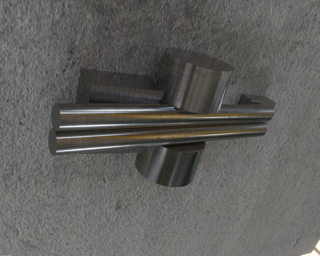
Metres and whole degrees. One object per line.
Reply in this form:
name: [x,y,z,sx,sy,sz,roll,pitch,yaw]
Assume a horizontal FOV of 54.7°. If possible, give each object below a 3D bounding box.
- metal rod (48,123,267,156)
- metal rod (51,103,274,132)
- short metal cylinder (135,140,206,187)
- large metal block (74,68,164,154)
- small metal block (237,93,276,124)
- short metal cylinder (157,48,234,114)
metal rod: [0.025,0.007,0.368,0.302,0.025,0.025,-3,120,-36]
metal rod: [0.031,-0.015,0.358,0.302,0.025,0.025,-3,120,-36]
short metal cylinder: [0.013,0.031,0.399,0.081,0.080,0.050,1,118,-29]
large metal block: [-0.051,-0.018,0.353,0.081,0.050,0.079,2,118,-29]
small metal block: [0.141,-0.023,0.472,0.050,0.025,0.050,3,117,-30]
short metal cylinder: [0.039,-0.056,0.359,0.081,0.080,0.050,1,118,-29]
